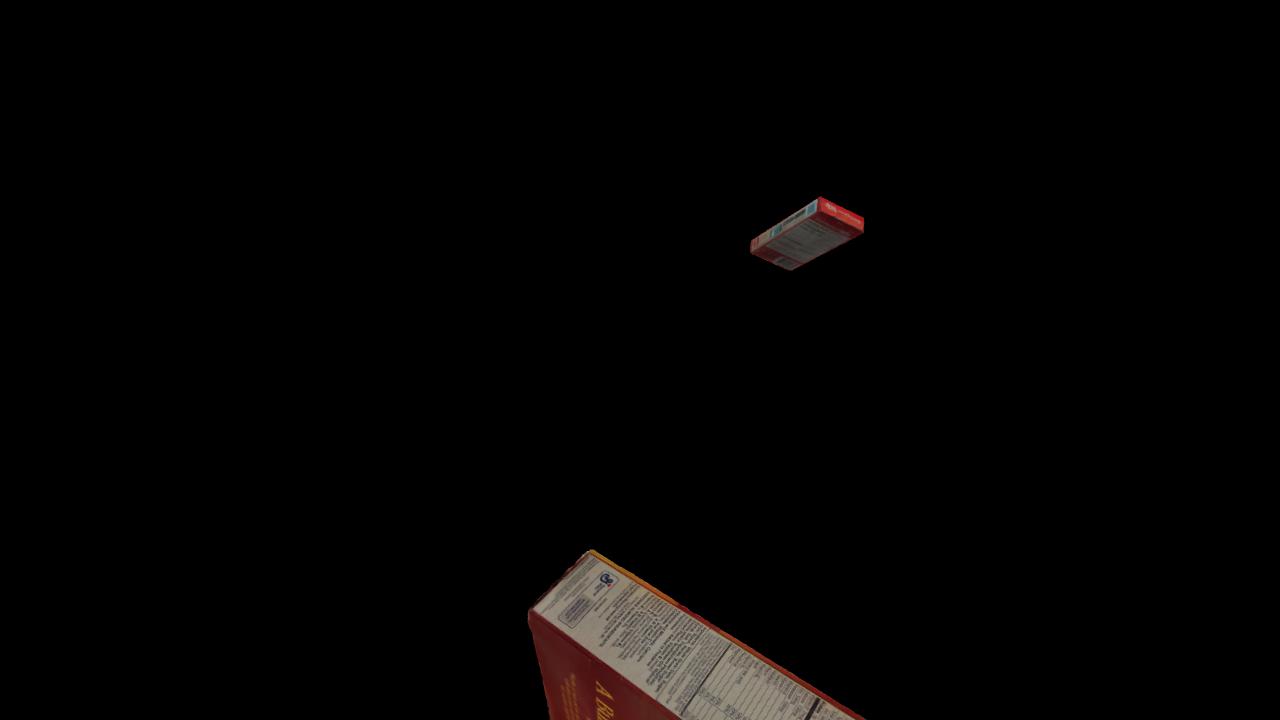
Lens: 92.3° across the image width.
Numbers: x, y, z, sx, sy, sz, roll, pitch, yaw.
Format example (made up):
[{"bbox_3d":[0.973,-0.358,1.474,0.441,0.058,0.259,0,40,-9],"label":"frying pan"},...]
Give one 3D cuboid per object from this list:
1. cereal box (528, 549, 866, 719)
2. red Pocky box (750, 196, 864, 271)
[{"bbox_3d":[0.066,0.283,0.410,0.306,0.203,0.081,19,38,33],"label":"cereal box"},{"bbox_3d":[0.240,-0.180,0.896,0.083,0.028,0.155,19,-21,-23],"label":"red Pocky box"}]
